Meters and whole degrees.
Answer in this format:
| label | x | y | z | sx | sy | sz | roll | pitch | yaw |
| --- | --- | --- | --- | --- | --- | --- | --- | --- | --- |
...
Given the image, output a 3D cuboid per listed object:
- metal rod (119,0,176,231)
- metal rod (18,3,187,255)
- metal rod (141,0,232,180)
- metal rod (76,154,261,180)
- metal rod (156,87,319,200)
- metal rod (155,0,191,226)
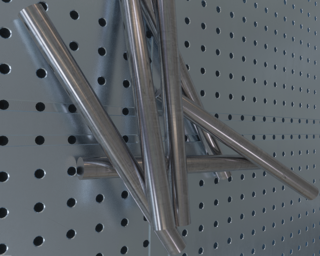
| label | x | y | z | sx | sy | sz | roll | pitch | yaw |
| --- | --- | --- | --- | --- | --- | --- | --- | --- | --- |
| metal rod | -0.019 | -0.042 | 0.347 | 0.025 | 0.025 | 0.299 | 0 | 76 | -40 |
| metal rod | -0.054 | 0.012 | 0.332 | 0.025 | 0.025 | 0.299 | -38 | 104 | -33 |
| metal rod | 0.040 | -0.050 | 0.441 | 0.025 | 0.025 | 0.299 | -41 | 115 | -32 |
| metal rod | 0.040 | 0.049 | 0.419 | 0.302 | 0.025 | 0.025 | 2 | 89 | -33 |
| metal rod | 0.122 | 0.027 | 0.452 | 0.301 | 0.025 | 0.025 | 32 | 69 | -17 |
| metal rod | 0.015 | -0.034 | 0.376 | 0.025 | 0.025 | 0.298 | -3 | 89 | -40 |
